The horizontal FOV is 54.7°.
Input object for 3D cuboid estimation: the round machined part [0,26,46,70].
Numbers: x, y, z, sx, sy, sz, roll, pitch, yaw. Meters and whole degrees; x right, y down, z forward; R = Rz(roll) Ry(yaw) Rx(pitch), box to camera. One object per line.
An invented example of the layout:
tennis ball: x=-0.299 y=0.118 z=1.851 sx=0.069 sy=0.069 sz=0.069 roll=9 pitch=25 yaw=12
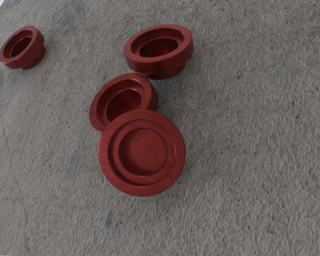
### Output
round machined part: x=-0.276 y=-0.159 z=0.636 sx=0.098 sy=0.042 sz=0.098 roll=-13 pitch=56 yaw=21

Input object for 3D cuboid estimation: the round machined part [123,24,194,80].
round machined part: x=0.000 y=-0.106 z=0.446 sx=0.098 sy=0.042 sz=0.098 roll=-8 pitch=45 yaw=8

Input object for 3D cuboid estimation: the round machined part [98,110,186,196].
round machined part: x=-0.019 y=0.028 z=0.366 sx=0.099 sy=0.042 sz=0.097 roll=0 pitch=91 yaw=5

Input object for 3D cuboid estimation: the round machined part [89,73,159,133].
round machined part: x=-0.046 y=-0.025 z=0.432 sx=0.098 sy=0.042 sz=0.098 roll=-14 pitch=55 yaw=21
